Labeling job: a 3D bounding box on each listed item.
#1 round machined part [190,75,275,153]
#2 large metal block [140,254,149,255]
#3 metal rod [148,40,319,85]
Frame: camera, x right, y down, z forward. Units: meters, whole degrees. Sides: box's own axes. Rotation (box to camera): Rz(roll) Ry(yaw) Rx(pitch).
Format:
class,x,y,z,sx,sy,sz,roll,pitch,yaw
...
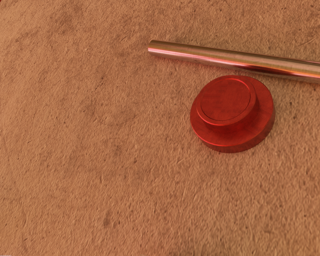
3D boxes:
class,x,y,z,sx,sy,sz,roll,pitch,yaw
round machined part,0.081,-0.023,0.364,0.098,0.042,0.098,-13,56,20
large metal block,0.018,0.166,0.276,0.080,0.050,0.080,1,62,28
metal rod,0.107,-0.086,0.399,0.300,0.025,0.025,19,72,34
